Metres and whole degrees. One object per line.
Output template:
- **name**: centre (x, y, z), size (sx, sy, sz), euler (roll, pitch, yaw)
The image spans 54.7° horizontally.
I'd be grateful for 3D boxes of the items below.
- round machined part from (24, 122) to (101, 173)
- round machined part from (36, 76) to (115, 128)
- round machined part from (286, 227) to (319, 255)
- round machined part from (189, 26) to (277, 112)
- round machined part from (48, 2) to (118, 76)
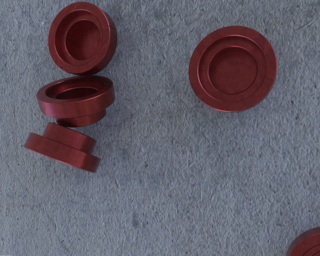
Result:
- **round machined part**: centre (-0.125, 0.024, 0.417), size (0.098, 0.098, 0.042), euler (17, 79, 19)
- **round machined part**: centre (-0.109, -0.034, 0.415), size (0.098, 0.098, 0.042), euler (7, 121, 20)
- **round machined part**: centre (0.187, 0.154, 0.334), size (0.098, 0.042, 0.097), euler (0, 90, 20)
- **round machined part**: centre (0.087, -0.067, 0.369), size (0.098, 0.042, 0.097), euler (0, 90, 20)
- **round machined part**: centre (-0.103, -0.122, 0.436), size (0.098, 0.042, 0.097), euler (0, 90, 20)
